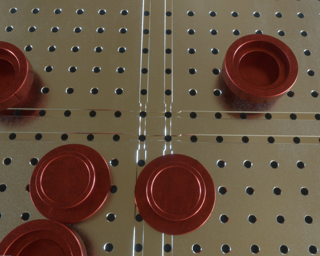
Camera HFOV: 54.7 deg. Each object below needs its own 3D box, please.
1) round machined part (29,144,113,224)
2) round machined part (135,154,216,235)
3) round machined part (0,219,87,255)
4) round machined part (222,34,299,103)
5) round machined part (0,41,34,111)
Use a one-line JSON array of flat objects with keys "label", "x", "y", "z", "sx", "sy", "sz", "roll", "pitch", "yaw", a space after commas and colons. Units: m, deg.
[{"label": "round machined part", "x": -0.110, "y": 0.066, "z": 0.377, "sx": 0.099, "sy": 0.042, "sz": 0.098, "roll": 0, "pitch": 70, "yaw": -1}, {"label": "round machined part", "x": 0.019, "y": 0.078, "z": 0.374, "sx": 0.099, "sy": 0.042, "sz": 0.098, "roll": 0, "pitch": 70, "yaw": -1}, {"label": "round machined part", "x": -0.130, "y": 0.154, "z": 0.345, "sx": 0.099, "sy": 0.042, "sz": 0.098, "roll": 0, "pitch": 70, "yaw": -1}, {"label": "round machined part", "x": 0.136, "y": -0.079, "z": 0.433, "sx": 0.099, "sy": 0.042, "sz": 0.098, "roll": 0, "pitch": 70, "yaw": -1}, {"label": "round machined part", "x": -0.222, "y": -0.066, "z": 0.424, "sx": 0.099, "sy": 0.042, "sz": 0.098, "roll": 0, "pitch": 70, "yaw": -1}]
